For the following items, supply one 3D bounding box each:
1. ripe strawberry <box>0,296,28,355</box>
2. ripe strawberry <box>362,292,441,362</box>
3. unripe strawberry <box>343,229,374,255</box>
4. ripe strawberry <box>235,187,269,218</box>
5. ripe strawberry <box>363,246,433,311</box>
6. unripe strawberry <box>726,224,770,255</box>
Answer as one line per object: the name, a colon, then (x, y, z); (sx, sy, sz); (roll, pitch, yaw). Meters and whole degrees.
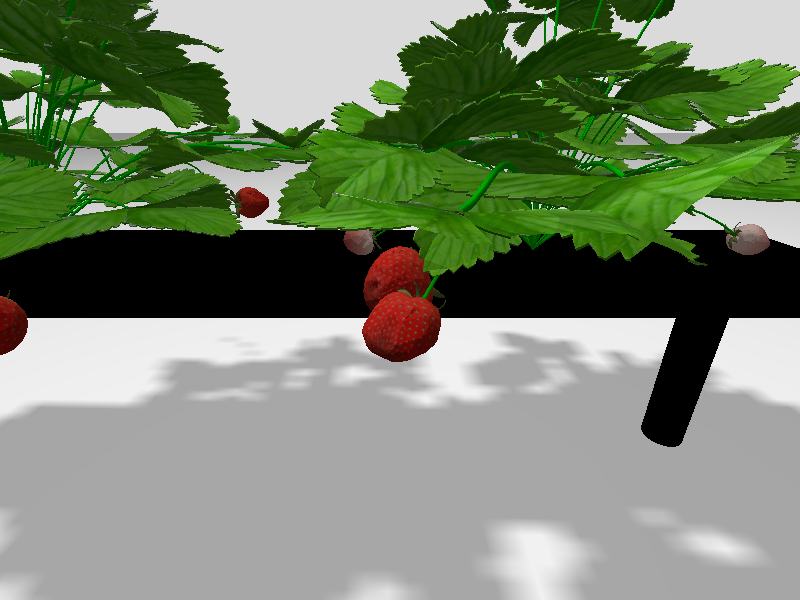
ripe strawberry: (-0.202, 0.013, 0.187); (0.040, 0.034, 0.040); (-16, 29, -31)
ripe strawberry: (0.000, 0.014, 0.188); (0.037, 0.033, 0.034); (15, 39, 30)
unripe strawberry: (-0.035, -0.052, 0.341); (0.026, 0.027, 0.024); (-5, 25, -5)
ripe strawberry: (-0.172, -0.114, 0.468); (0.035, 0.035, 0.039); (-17, 30, -34)
ripe strawberry: (-0.003, -0.007, 0.223); (0.038, 0.043, 0.041); (19, 31, 36)
unripe strawberry: (0.297, -0.051, 0.340); (0.030, 0.026, 0.030); (17, 25, -1)
